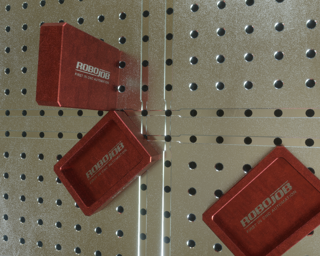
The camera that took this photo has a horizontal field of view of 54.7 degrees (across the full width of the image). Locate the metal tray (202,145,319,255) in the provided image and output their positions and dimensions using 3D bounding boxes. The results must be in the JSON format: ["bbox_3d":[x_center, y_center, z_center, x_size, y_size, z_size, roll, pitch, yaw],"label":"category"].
[{"bbox_3d":[0.127,0.094,0.365,0.130,0.030,0.090,-46,76,13],"label":"metal tray"}]

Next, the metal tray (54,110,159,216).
[{"bbox_3d":[-0.078,0.049,0.435,0.130,0.030,0.090,-43,77,14],"label":"metal tray"}]

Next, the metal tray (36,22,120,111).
[{"bbox_3d":[-0.096,-0.069,0.389,0.030,0.130,0.089,5,92,20],"label":"metal tray"}]
